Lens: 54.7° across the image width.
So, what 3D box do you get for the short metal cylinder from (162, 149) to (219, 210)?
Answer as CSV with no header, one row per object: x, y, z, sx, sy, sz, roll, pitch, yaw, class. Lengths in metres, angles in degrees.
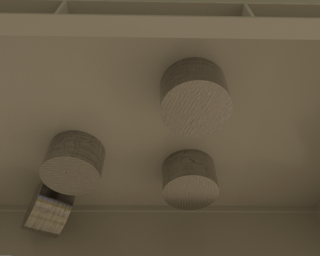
0.044,0.077,0.459,0.081,0.050,0.079,0,130,0,short metal cylinder

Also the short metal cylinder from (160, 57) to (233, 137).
0.040,-0.035,0.363,0.081,0.050,0.079,0,130,0,short metal cylinder

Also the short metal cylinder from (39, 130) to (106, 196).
-0.120,0.050,0.434,0.081,0.050,0.079,0,130,0,short metal cylinder

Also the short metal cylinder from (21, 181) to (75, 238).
-0.170,0.122,0.475,0.050,0.080,0.080,26,126,-20,short metal cylinder
